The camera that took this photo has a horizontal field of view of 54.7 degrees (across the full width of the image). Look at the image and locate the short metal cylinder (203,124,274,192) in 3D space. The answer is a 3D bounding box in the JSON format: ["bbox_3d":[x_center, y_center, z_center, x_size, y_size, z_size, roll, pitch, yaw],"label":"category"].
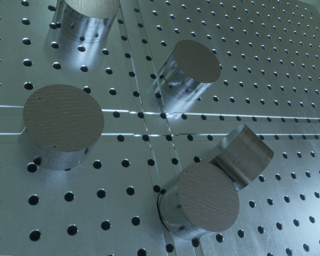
[{"bbox_3d":[0.099,0.040,0.404,0.050,0.080,0.080,45,51,3],"label":"short metal cylinder"}]

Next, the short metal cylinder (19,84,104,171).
[{"bbox_3d":[-0.107,0.000,0.336,0.081,0.050,0.080,14,56,-21],"label":"short metal cylinder"}]

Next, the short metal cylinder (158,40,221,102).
[{"bbox_3d":[0.045,-0.086,0.471,0.081,0.050,0.080,14,56,-21],"label":"short metal cylinder"}]

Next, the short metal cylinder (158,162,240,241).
[{"bbox_3d":[0.045,0.087,0.365,0.081,0.050,0.080,14,56,-21],"label":"short metal cylinder"}]

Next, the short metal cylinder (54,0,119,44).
[{"bbox_3d":[-0.104,-0.166,0.439,0.081,0.050,0.080,14,56,-21],"label":"short metal cylinder"}]
